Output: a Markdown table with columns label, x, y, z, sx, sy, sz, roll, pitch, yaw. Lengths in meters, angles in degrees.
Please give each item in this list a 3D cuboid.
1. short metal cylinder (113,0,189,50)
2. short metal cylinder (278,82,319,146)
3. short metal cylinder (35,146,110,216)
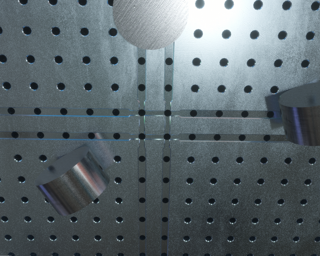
| label | x | y | z | sx | sy | sz | roll | pitch | yaw |
| --- | --- | --- | --- | --- | --- | --- | --- | --- | --- |
| short metal cylinder | -0.010 | -0.132 | 0.351 | 0.081 | 0.050 | 0.079 | 0 | 110 | -1 |
| short metal cylinder | 0.192 | -0.019 | 0.380 | 0.080 | 0.080 | 0.050 | -17 | 109 | 6 |
| short metal cylinder | -0.114 | 0.068 | 0.408 | 0.080 | 0.080 | 0.050 | -27 | 108 | 9 |
